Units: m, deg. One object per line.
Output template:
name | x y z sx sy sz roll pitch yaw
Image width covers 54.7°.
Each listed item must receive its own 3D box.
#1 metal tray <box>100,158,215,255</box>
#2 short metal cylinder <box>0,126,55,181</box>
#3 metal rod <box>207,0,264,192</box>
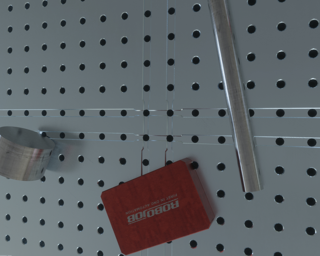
metal tray | -0.005 0.104 0.412 0.130 0.030 0.090 -25 82 18
short metal cylinder | -0.203 0.036 0.455 0.080 0.080 0.050 25 99 18
metal rod | 0.087 -0.072 0.381 0.025 0.025 0.298 -11 86 19
